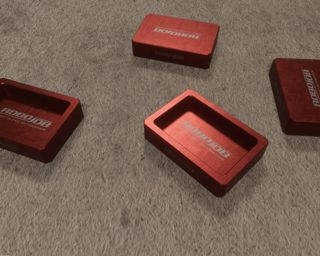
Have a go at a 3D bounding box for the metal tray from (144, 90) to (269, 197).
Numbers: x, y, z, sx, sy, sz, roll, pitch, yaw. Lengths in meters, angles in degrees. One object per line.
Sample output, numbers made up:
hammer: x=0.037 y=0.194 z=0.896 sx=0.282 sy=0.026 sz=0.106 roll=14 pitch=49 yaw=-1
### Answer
metal tray: x=0.054 y=0.013 z=0.389 sx=0.091 sy=0.030 sz=0.130 roll=-37 pitch=59 yaw=-27

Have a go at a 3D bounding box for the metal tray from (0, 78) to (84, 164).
metal tray: x=-0.181 y=-0.014 z=0.408 sx=0.131 sy=0.030 sz=0.090 roll=16 pitch=52 yaw=13

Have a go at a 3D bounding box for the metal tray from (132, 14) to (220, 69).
metal tray: x=0.028 y=-0.150 z=0.526 sx=0.131 sy=0.030 sz=0.090 roll=13 pitch=51 yaw=10

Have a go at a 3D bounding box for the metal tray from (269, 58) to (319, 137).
metal tray: x=0.214 y=-0.047 z=0.442 sx=0.091 sy=0.030 sz=0.130 roll=3 pitch=50 yaw=2
